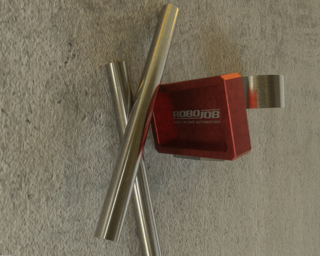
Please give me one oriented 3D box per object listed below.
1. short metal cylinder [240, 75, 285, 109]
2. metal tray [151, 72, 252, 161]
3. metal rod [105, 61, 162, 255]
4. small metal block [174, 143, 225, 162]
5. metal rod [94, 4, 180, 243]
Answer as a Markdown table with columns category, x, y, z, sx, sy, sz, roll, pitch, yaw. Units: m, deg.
| category | x | y | z | sx | sy | sz | roll | pitch | yaw |
| --- | --- | --- | --- | --- | --- | --- | --- | --- | --- |
| short metal cylinder | 0.161 | -0.057 | 0.507 | 0.081 | 0.080 | 0.050 | -4 | 93 | -40 |
| metal tray | 0.040 | -0.013 | 0.372 | 0.030 | 0.130 | 0.089 | -18 | 102 | -39 |
| metal rod | -0.027 | 0.069 | 0.384 | 0.025 | 0.025 | 0.298 | -17 | 101 | -39 |
| small metal block | 0.056 | 0.032 | 0.438 | 0.050 | 0.050 | 0.025 | 8 | 85 | -40 |
| metal rod | -0.019 | -0.025 | 0.359 | 0.025 | 0.025 | 0.299 | 32 | 60 | -36 |
